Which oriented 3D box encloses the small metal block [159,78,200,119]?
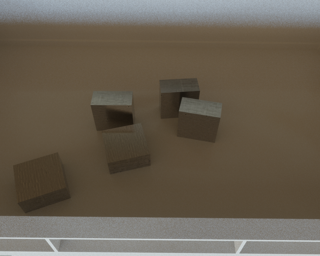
[{"bbox_3d":[0.025,-0.040,0.423,0.050,0.050,0.025,-4,50,-4],"label":"small metal block"}]

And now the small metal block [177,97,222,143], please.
[{"bbox_3d":[0.050,-0.010,0.398,0.050,0.050,0.025,9,51,7],"label":"small metal block"}]

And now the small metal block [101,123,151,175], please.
[{"bbox_3d":[-0.042,0.025,0.384,0.050,0.025,0.050,-11,51,-10],"label":"small metal block"}]

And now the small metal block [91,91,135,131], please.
[{"bbox_3d":[-0.060,-0.022,0.406,0.050,0.050,0.025,0,50,0],"label":"small metal block"}]

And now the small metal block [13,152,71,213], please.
[{"bbox_3d":[-0.134,0.061,0.352,0.050,0.025,0.050,-17,52,-14],"label":"small metal block"}]
